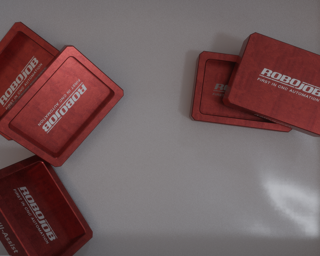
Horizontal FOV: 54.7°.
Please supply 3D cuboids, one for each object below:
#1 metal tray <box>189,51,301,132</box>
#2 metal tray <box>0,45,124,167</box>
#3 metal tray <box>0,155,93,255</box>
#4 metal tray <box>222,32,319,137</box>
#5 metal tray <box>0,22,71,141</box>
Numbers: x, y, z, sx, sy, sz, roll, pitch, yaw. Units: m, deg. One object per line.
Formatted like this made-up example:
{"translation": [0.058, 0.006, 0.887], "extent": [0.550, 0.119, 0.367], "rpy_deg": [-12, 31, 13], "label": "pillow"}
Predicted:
{"translation": [0.110, -0.046, 0.409], "extent": [0.131, 0.030, 0.089], "rpy_deg": [7, 90, 0], "label": "metal tray"}
{"translation": [-0.121, -0.027, 0.387], "extent": [0.090, 0.030, 0.130], "rpy_deg": [42, 88, -27], "label": "metal tray"}
{"translation": [-0.149, 0.104, 0.375], "extent": [0.030, 0.090, 0.130], "rpy_deg": [-33, 89, 28], "label": "metal tray"}
{"translation": [0.154, -0.051, 0.379], "extent": [0.131, 0.030, 0.090], "rpy_deg": [20, 90, 0], "label": "metal tray"}
{"translation": [-0.184, -0.060, 0.407], "extent": [0.090, 0.030, 0.130], "rpy_deg": [38, 90, 0], "label": "metal tray"}
